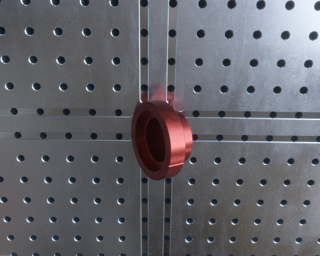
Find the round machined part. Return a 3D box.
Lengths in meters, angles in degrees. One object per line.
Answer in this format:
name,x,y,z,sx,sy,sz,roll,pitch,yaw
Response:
round machined part,0.004,0.014,0.390,0.042,0.098,0.097,-9,114,-30
